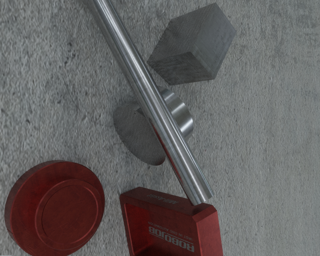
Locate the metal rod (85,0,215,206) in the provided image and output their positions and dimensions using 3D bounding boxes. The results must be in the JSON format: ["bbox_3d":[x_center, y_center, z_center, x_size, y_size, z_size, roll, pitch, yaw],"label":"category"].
[{"bbox_3d":[-0.028,-0.062,0.313,0.025,0.025,0.299,-24,83,-38],"label":"metal rod"}]

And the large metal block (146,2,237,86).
[{"bbox_3d":[0.041,-0.106,0.405,0.050,0.080,0.080,41,65,-33],"label":"large metal block"}]

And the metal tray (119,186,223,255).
[{"bbox_3d":[0.009,0.122,0.346,0.030,0.130,0.089,-15,100,-39],"label":"metal tray"}]

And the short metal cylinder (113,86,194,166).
[{"bbox_3d":[-0.008,-0.003,0.364,0.050,0.080,0.080,-40,115,-33],"label":"short metal cylinder"}]

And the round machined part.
[{"bbox_3d":[-0.098,0.083,0.313,0.099,0.042,0.097,0,90,-40],"label":"round machined part"}]
